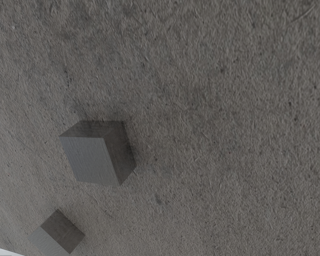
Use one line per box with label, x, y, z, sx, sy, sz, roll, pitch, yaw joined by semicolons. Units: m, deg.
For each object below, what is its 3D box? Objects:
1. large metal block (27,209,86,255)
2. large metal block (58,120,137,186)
large metal block;-0.217;0.227;0.646;0.080;0.050;0.080;46;129;-4
large metal block;-0.091;0.036;0.461;0.080;0.050;0.080;1;119;28
